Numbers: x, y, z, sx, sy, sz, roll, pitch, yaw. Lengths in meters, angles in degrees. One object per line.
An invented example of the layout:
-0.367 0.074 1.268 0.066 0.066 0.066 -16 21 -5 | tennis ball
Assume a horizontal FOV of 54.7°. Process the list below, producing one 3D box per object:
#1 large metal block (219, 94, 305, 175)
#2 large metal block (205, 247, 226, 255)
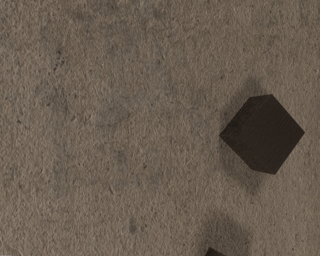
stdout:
0.149 0.009 0.453 0.080 0.050 0.080 44 76 -15 | large metal block
0.106 0.215 0.421 0.080 0.080 0.050 33 79 -18 | large metal block
